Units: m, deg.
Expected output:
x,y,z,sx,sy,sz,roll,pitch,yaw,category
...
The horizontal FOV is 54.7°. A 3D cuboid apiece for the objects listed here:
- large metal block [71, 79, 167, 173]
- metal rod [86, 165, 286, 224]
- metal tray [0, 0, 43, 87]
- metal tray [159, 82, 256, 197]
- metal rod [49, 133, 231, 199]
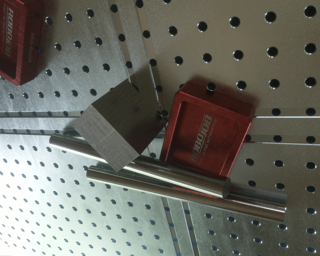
x,y,z,sx,sy,sz,roll,pitch,yaw,category
-0.049,-0.005,0.397,0.080,0.080,0.050,47,129,-5,large metal block
0.022,0.092,0.455,0.301,0.025,0.025,7,122,24,metal rod
-0.217,-0.134,0.436,0.090,0.030,0.129,31,128,7,metal tray
0.053,0.018,0.389,0.090,0.030,0.129,23,127,14,metal tray
-0.048,0.044,0.432,0.300,0.025,0.025,11,124,32,metal rod
